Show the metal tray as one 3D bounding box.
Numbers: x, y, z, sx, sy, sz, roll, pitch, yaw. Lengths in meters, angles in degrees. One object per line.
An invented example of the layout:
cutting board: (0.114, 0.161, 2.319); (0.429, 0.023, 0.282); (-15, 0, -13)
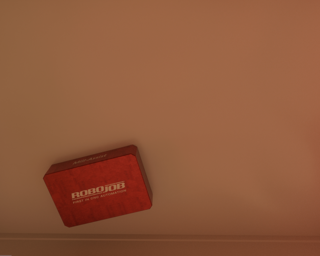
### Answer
metal tray: (-0.084, 0.083, 0.439); (0.131, 0.030, 0.090); (-14, 110, 5)
